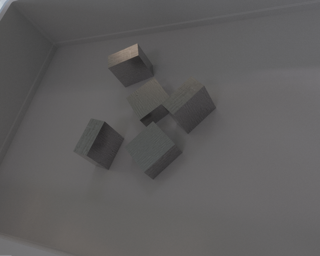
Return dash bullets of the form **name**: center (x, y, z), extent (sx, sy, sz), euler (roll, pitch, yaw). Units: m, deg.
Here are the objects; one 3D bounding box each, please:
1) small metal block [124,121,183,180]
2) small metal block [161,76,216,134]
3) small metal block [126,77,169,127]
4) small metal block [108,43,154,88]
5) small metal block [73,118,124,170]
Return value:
- **small metal block**: center (-0.009, 0.028, 0.393), extent (0.050, 0.025, 0.050), euler (-43, 51, -1)
- **small metal block**: center (0.037, -0.028, 0.387), extent (0.050, 0.050, 0.025), euler (-43, 51, -2)
- **small metal block**: center (-0.012, -0.036, 0.434), extent (0.050, 0.025, 0.050), euler (-37, 51, 4)
- **small metal block**: center (-0.044, -0.094, 0.470), extent (0.050, 0.050, 0.025), euler (-19, 55, 17)
- **small metal block**: center (-0.081, 0.022, 0.419), extent (0.025, 0.050, 0.050), euler (12, 68, 33)
